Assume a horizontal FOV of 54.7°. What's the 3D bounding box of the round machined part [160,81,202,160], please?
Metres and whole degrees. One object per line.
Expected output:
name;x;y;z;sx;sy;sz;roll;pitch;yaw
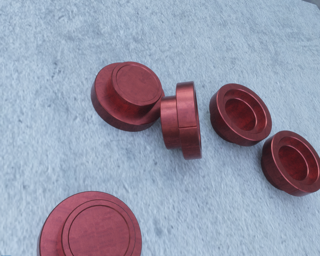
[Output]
round machined part;0.027;-0.008;0.390;0.042;0.098;0.098;-6;59;9

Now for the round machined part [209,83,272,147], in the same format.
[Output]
round machined part;0.116;-0.016;0.467;0.099;0.042;0.098;14;56;-21

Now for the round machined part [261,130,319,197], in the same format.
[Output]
round machined part;0.192;0.056;0.465;0.099;0.042;0.098;14;56;-21

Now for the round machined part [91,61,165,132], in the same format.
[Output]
round machined part;-0.036;-0.047;0.404;0.099;0.042;0.098;14;56;-21

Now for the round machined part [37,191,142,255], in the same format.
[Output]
round machined part;-0.062;0.107;0.295;0.099;0.042;0.098;14;56;-21
